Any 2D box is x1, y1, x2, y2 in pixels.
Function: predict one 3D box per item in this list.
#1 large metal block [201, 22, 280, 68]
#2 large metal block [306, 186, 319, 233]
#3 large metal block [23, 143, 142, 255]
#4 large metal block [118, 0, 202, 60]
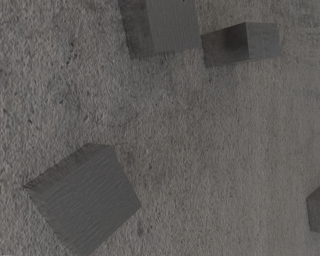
[{"bbox_3d":[0.122,-0.125,0.471,0.081,0.080,0.050,-14,99,-39],"label":"large metal block"},{"bbox_3d":[0.381,0.187,0.708,0.081,0.050,0.080,-19,102,-38],"label":"large metal block"},{"bbox_3d":[-0.078,0.072,0.323,0.080,0.050,0.080,-38,113,-34],"label":"large metal block"},{"bbox_3d":[0.001,-0.134,0.389,0.081,0.050,0.079,-19,102,-38],"label":"large metal block"}]
